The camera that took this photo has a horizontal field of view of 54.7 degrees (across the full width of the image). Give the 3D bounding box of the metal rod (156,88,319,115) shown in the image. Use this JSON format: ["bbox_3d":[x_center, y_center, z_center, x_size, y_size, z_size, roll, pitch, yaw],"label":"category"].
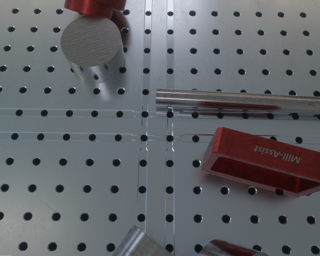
[{"bbox_3d":[0.146,-0.034,0.425,0.302,0.025,0.025,3,70,1],"label":"metal rod"}]

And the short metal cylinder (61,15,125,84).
[{"bbox_3d":[-0.092,-0.110,0.436,0.081,0.050,0.080,0,72,0],"label":"short metal cylinder"}]

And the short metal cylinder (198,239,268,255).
[{"bbox_3d":[0.075,0.161,0.317,0.050,0.080,0.080,0,62,46],"label":"short metal cylinder"}]

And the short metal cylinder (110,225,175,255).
[{"bbox_3d":[-0.012,0.148,0.328,0.080,0.080,0.050,35,74,12],"label":"short metal cylinder"}]

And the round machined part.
[{"bbox_3d":[-0.101,-0.185,0.450,0.098,0.098,0.042,20,107,7],"label":"round machined part"}]

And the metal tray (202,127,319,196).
[{"bbox_3d":[0.121,0.042,0.362,0.131,0.090,0.030,15,71,5],"label":"metal tray"}]
